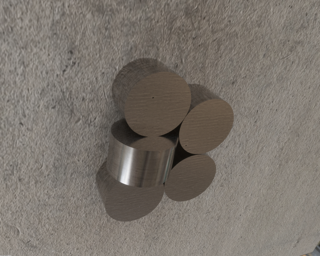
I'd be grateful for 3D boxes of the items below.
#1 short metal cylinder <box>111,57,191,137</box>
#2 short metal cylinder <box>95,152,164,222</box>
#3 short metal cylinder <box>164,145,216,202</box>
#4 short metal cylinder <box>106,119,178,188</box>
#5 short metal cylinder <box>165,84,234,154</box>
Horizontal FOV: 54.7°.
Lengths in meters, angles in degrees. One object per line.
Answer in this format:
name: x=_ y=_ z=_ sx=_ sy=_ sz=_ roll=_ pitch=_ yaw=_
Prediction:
short metal cylinder: x=-0.011 y=-0.036 z=0.363 sx=0.081 sy=0.050 sz=0.079 roll=-13 pitch=124 yaw=-20
short metal cylinder: x=-0.041 y=0.078 z=0.418 sx=0.081 sy=0.050 sz=0.079 roll=-13 pitch=124 yaw=-20
short metal cylinder: x=0.032 y=0.058 z=0.445 sx=0.081 sy=0.050 sz=0.079 roll=-13 pitch=124 yaw=-20
short metal cylinder: x=-0.022 y=0.027 z=0.377 sx=0.081 sy=0.080 sz=0.050 roll=-3 pitch=120 yaw=-27
short metal cylinder: x=0.049 y=-0.012 z=0.411 sx=0.081 sy=0.050 sz=0.079 roll=-14 pitch=125 yaw=-21
